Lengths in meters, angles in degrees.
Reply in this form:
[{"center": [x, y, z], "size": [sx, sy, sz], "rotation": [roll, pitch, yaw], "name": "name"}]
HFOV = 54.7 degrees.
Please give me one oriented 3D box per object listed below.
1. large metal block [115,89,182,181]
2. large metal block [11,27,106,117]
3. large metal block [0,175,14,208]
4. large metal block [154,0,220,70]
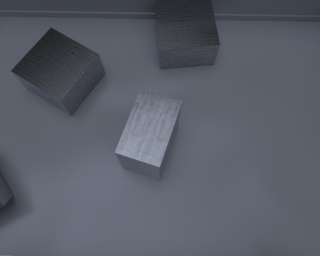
[{"center": [-0.012, 0.011, 0.376], "size": [0.050, 0.080, 0.080], "rotation": [18, 71, 6], "name": "large metal block"}, {"center": [-0.135, -0.076, 0.422], "size": [0.080, 0.050, 0.080], "rotation": [31, 73, 10], "name": "large metal block"}, {"center": [-0.232, 0.071, 0.352], "size": [0.080, 0.050, 0.080], "rotation": [-31, 99, -11], "name": "large metal block"}, {"center": [0.036, -0.135, 0.446], "size": [0.081, 0.050, 0.080], "rotation": [-5, 70, -3], "name": "large metal block"}]
